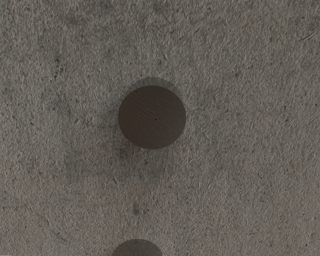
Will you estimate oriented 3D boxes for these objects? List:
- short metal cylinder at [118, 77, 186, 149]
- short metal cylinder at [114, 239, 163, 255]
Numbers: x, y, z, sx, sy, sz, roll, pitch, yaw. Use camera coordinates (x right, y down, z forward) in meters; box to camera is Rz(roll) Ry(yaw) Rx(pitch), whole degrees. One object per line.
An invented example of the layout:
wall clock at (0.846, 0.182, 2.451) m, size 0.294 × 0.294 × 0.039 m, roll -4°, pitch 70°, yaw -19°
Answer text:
short metal cylinder at (-0.009, -0.020, 0.389) m, size 0.081 × 0.050 × 0.079 m, roll 0°, pitch 110°, yaw 0°
short metal cylinder at (-0.035, 0.220, 0.477) m, size 0.081 × 0.050 × 0.079 m, roll 0°, pitch 110°, yaw 0°
